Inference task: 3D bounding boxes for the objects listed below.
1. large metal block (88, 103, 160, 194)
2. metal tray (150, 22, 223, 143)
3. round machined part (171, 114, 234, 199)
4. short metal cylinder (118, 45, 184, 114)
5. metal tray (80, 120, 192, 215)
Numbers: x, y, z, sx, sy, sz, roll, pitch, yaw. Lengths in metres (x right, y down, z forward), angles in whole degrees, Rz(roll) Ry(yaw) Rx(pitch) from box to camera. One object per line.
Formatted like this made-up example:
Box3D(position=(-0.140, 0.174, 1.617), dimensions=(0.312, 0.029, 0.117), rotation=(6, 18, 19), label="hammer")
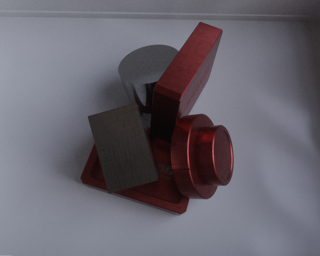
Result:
Box3D(position=(-0.036, 0.022, 0.346), dimensions=(0.050, 0.080, 0.080), rotation=(-16, 87, 0), label="large metal block")
Box3D(position=(0.032, -0.056, 0.378), dimensions=(0.030, 0.089, 0.130), rotation=(24, 56, 11), label="metal tray")
Box3D(position=(0.054, 0.032, 0.355), dimensions=(0.042, 0.098, 0.098), rotation=(-6, 67, 30), label="round machined part")
Box3D(position=(-0.008, -0.064, 0.402), dimensions=(0.080, 0.050, 0.080), rotation=(-7, 47, 8), label="short metal cylinder")
Box3D(position=(-0.020, 0.046, 0.387), dimensions=(0.131, 0.030, 0.090), rotation=(16, 71, 6), label="metal tray")
